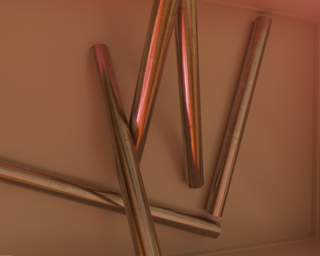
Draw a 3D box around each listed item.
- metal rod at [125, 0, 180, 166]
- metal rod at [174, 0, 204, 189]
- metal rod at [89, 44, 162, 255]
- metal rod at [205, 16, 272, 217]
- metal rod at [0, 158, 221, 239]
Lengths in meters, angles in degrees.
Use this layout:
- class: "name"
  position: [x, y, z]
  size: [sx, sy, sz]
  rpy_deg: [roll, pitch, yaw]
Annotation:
- class: "metal rod"
  position: [-0.008, -0.066, 0.327]
  size: [0.025, 0.025, 0.298]
  rpy_deg: [3, 121, -20]
- class: "metal rod"
  position: [0.034, -0.053, 0.361]
  size: [0.025, 0.025, 0.298]
  rpy_deg: [-18, 120, -19]
- class: "metal rod"
  position: [-0.036, 0.039, 0.337]
  size: [0.025, 0.025, 0.299]
  rpy_deg: [-9, 70, -20]
- class: "metal rod"
  position: [0.117, -0.021, 0.455]
  size: [0.025, 0.025, 0.299]
  rpy_deg: [18, 84, -20]
- class: "metal rod"
  position: [-0.054, 0.094, 0.391]
  size: [0.302, 0.025, 0.025]
  rpy_deg: [21, 83, -19]
